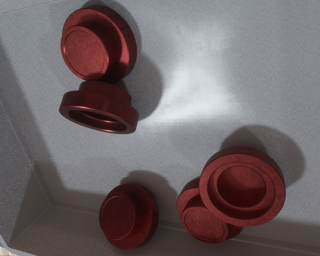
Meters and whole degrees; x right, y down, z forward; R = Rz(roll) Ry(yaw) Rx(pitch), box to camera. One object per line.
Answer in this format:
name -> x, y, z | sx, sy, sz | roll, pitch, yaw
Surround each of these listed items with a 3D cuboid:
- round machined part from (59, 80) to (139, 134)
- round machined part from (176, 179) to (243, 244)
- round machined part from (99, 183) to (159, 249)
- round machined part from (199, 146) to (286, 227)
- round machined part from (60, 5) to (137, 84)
round machined part -> -0.075, -0.028, 0.399 | 0.099, 0.042, 0.098 | 11, 164, 4
round machined part -> 0.069, 0.123, 0.438 | 0.098, 0.042, 0.097 | 13, 124, 21
round machined part -> -0.054, 0.134, 0.475 | 0.098, 0.042, 0.098 | -9, 72, 29
round machined part -> 0.100, 0.067, 0.378 | 0.098, 0.042, 0.097 | 6, 111, 17
round machined part -> -0.081, -0.096, 0.381 | 0.098, 0.042, 0.097 | 13, 124, 21
